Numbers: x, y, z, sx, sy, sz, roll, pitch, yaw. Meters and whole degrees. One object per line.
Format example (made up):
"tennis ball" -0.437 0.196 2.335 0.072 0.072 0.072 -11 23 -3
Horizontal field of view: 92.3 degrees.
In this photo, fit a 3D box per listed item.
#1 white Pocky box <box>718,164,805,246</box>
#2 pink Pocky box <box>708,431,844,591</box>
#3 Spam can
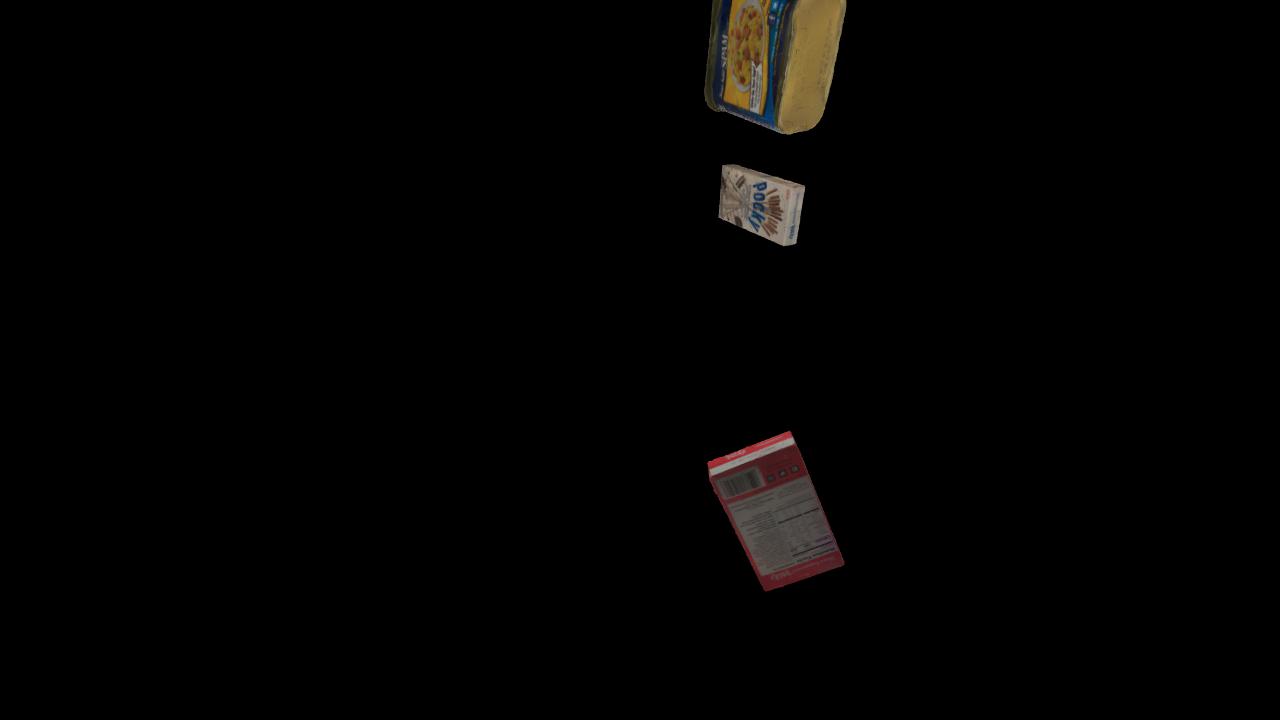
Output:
"white Pocky box" 0.170 -0.226 0.886 0.028 0.084 0.154 -15 33 -27
"pink Pocky box" 0.130 0.146 0.582 0.084 0.155 0.029 -23 23 9
"Spam can" 0.100 -0.233 0.468 0.058 0.101 0.085 -20 42 -27
